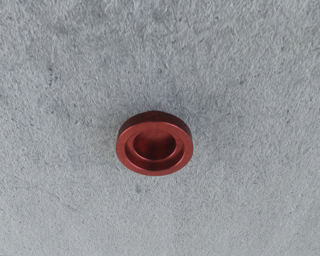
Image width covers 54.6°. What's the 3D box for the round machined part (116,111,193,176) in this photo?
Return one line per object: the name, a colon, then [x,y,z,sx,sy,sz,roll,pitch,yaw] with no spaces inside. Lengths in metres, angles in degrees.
round machined part: [-0.007,0.016,0.409,0.099,0.042,0.097,0,130,0]
